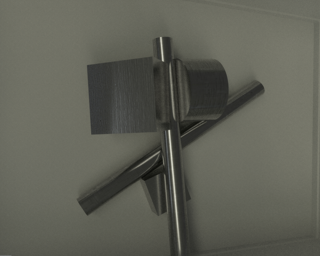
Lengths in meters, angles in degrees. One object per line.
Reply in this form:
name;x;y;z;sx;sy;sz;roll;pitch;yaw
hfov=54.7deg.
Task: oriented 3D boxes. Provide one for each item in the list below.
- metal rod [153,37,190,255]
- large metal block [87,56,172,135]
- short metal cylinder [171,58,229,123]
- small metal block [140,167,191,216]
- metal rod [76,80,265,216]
metal rod;0.016;0.038;0.388;0.025;0.025;0.298;-5;91;-20
large metal block;-0.035;-0.035;0.363;0.080;0.050;0.079;-3;91;20
short metal cylinder;0.044;-0.048;0.396;0.050;0.080;0.079;-5;92;-22
small metal block;0.007;0.081;0.413;0.050;0.025;0.050;-23;98;-19
metal rod;0.027;0.018;0.419;0.302;0.025;0.025;-33;101;-17
